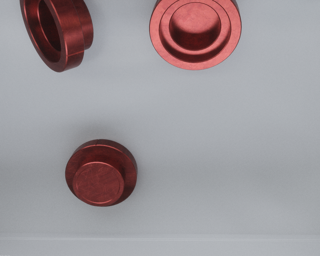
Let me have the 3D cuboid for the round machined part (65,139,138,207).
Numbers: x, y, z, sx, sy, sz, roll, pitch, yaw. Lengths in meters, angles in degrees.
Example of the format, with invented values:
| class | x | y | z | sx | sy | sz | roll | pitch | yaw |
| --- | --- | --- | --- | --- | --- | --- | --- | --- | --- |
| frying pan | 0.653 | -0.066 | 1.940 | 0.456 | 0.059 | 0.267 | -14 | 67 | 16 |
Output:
| class | x | y | z | sx | sy | sz | roll | pitch | yaw |
| --- | --- | --- | --- | --- | --- | --- | --- | --- | --- |
| round machined part | -0.081 | 0.068 | 0.426 | 0.099 | 0.042 | 0.097 | 0 | 110 | -1 |

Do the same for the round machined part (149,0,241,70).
| class | x | y | z | sx | sy | sz | roll | pitch | yaw |
| --- | --- | --- | --- | --- | --- | --- | --- | --- | --- |
| round machined part | 0.039 | -0.117 | 0.347 | 0.099 | 0.042 | 0.097 | 4 | 134 | 4 |

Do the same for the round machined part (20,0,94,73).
| class | x | y | z | sx | sy | sz | roll | pitch | yaw |
| --- | --- | --- | --- | --- | --- | --- | --- | --- | --- |
| round machined part | -0.109 | -0.114 | 0.340 | 0.042 | 0.098 | 0.097 | -29 | 114 | -33 |
